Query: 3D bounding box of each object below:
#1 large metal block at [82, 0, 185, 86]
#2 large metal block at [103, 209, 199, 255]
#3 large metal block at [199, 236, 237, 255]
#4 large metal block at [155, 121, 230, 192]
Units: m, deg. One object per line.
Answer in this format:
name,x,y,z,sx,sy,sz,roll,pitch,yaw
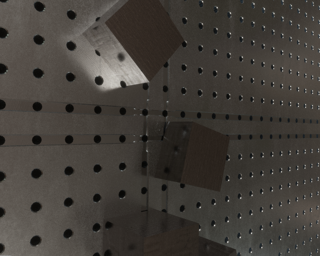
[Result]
large metal block,-0.029,-0.109,0.370,0.080,0.050,0.080,51,60,-28
large metal block,-0.012,0.135,0.366,0.081,0.080,0.050,2,89,-40
large metal block,0.063,0.205,0.430,0.050,0.080,0.079,-19,102,-39
large metal block,0.047,0.040,0.435,0.080,0.050,0.080,20,77,-39
